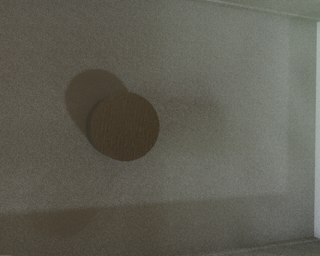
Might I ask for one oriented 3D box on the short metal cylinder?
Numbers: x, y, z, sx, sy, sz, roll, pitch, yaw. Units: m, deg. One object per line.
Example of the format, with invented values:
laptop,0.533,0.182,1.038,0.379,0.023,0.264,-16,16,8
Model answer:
short metal cylinder,-0.047,-0.002,0.380,0.081,0.050,0.080,0,90,-20
